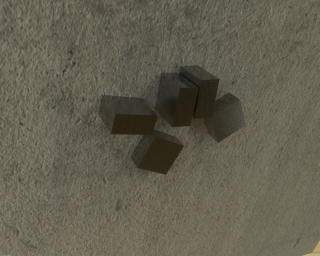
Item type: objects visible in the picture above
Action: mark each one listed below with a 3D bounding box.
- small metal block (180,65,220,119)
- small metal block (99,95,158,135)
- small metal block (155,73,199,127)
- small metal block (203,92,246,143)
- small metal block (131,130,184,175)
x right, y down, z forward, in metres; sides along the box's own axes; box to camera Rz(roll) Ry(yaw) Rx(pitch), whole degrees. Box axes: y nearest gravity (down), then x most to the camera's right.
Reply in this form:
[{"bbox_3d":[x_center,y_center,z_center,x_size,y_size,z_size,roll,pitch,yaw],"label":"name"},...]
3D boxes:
[{"bbox_3d":[0.045,-0.046,0.387,0.025,0.050,0.050,-8,122,-25],"label":"small metal block"},{"bbox_3d":[-0.038,-0.015,0.360,0.050,0.050,0.025,2,118,-29],"label":"small metal block"},{"bbox_3d":[0.019,-0.035,0.379,0.025,0.050,0.050,-4,120,-27],"label":"small metal block"},{"bbox_3d":[0.092,-0.015,0.448,0.050,0.025,0.050,-32,129,-8],"label":"small metal block"},{"bbox_3d":[-0.004,0.033,0.425,0.050,0.025,0.050,20,108,-36],"label":"small metal block"}]
